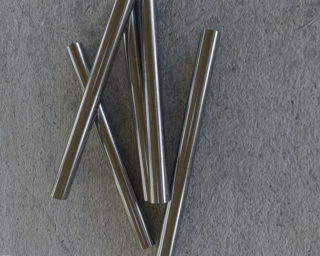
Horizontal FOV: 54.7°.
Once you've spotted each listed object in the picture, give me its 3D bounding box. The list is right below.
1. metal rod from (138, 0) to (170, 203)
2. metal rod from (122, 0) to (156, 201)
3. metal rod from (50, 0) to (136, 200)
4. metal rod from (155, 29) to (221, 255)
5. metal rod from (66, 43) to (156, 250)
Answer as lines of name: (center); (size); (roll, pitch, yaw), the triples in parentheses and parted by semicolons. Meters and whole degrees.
metal rod: (-0.010, -0.056, 0.401); (0.025, 0.025, 0.298); (-6, 84, 20)
metal rod: (-0.029, -0.054, 0.419); (0.025, 0.025, 0.298); (-8, 87, 20)
metal rod: (-0.089, -0.045, 0.412); (0.025, 0.025, 0.298); (23, 97, 18)
metal rod: (0.034, 0.027, 0.396); (0.025, 0.025, 0.298); (13, 94, 19)
metal rod: (-0.070, 0.020, 0.433); (0.025, 0.025, 0.299); (-24, 82, 18)
